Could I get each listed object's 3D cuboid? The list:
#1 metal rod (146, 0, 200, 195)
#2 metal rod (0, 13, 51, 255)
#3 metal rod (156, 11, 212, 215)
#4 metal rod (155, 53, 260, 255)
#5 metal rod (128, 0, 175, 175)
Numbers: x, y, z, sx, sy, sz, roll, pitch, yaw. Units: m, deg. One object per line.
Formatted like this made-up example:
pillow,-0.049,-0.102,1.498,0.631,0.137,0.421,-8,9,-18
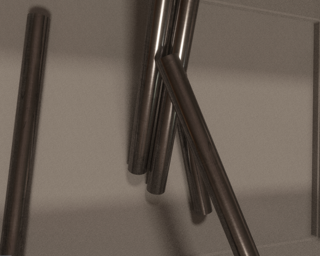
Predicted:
metal rod,0.016,-0.054,0.353,0.025,0.025,0.298,0,115,-20
metal rod,-0.155,0.020,0.353,0.025,0.025,0.298,7,88,-20
metal rod,0.033,-0.028,0.423,0.025,0.025,0.298,-13,95,-20
metal rod,0.063,0.066,0.324,0.025,0.025,0.299,-23,91,-19
metal rod,-0.007,-0.078,0.338,0.025,0.025,0.298,-1,118,-20
